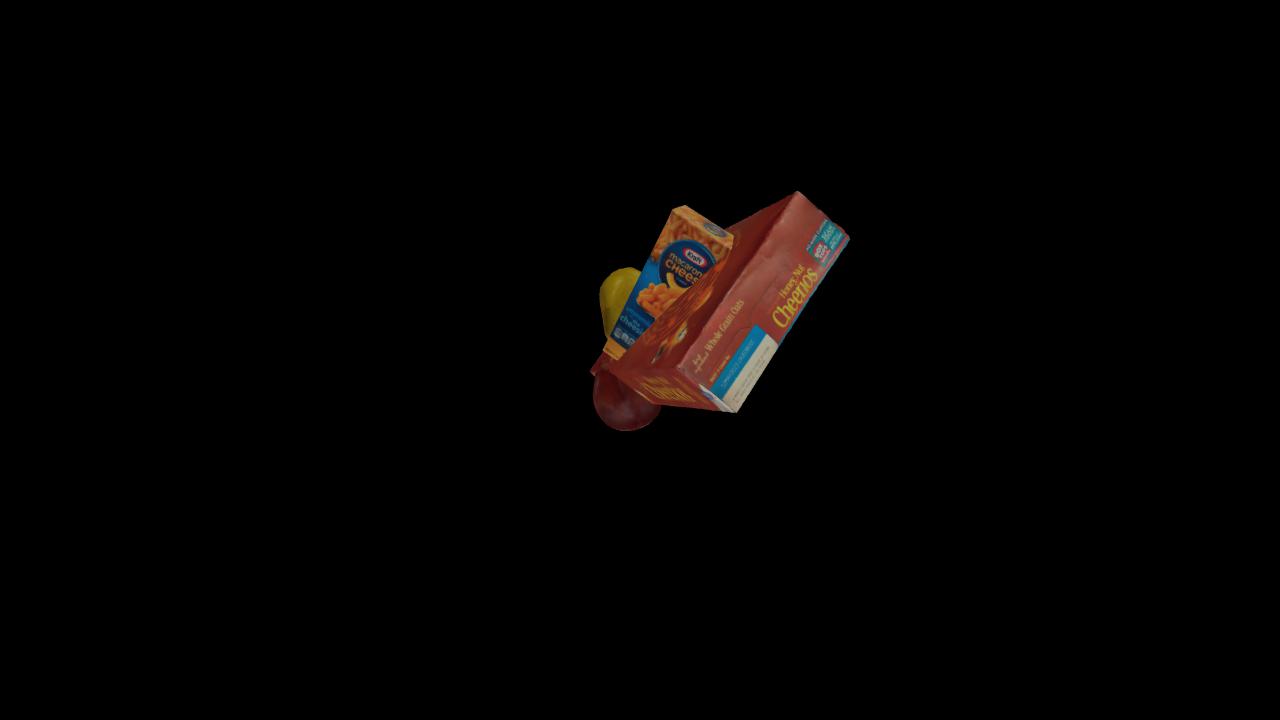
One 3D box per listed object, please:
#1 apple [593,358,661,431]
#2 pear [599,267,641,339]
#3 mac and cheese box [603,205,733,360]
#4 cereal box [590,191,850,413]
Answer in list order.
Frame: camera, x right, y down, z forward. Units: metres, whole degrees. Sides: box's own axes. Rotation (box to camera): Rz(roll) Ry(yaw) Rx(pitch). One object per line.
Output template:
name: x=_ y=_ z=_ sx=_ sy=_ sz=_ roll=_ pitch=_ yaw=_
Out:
apple: x=-0.018 y=0.041 z=0.737 sx=0.079 sy=0.093 sz=0.079 roll=-16 pitch=27 yaw=9
pear: x=-0.022 y=-0.056 z=0.756 sx=0.080 sy=0.111 sz=0.080 roll=27 pitch=-13 yaw=7
mac and cheese box: x=0.037 y=-0.060 z=0.657 sx=0.093 sy=0.184 sz=0.041 roll=36 pitch=32 yaw=13
cereal box: x=0.065 y=-0.047 z=0.674 sx=0.081 sy=0.203 sz=0.306 roll=38 pitch=-14 yaw=-15
